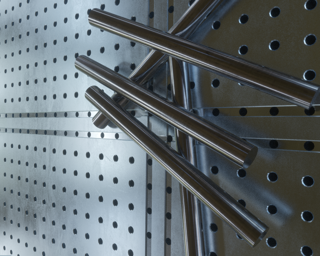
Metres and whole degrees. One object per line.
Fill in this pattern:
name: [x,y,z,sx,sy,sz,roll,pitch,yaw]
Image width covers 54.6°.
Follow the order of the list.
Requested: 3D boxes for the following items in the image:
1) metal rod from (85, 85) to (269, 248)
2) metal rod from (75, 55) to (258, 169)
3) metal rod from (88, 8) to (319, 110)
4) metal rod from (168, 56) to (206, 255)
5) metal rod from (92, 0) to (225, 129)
metal rod: [-0.002,0.026,0.377,0.300,0.025,0.025,38,114,33]
metal rod: [-0.016,-0.035,0.389,0.300,0.025,0.025,32,110,35]
metal rod: [0.028,-0.091,0.360,0.300,0.025,0.025,28,108,28]
metal rod: [0.035,0.059,0.381,0.025,0.025,0.299,-8,85,40]
metal rod: [-0.002,-0.094,0.411,0.299,0.025,0.025,-42,65,32]
